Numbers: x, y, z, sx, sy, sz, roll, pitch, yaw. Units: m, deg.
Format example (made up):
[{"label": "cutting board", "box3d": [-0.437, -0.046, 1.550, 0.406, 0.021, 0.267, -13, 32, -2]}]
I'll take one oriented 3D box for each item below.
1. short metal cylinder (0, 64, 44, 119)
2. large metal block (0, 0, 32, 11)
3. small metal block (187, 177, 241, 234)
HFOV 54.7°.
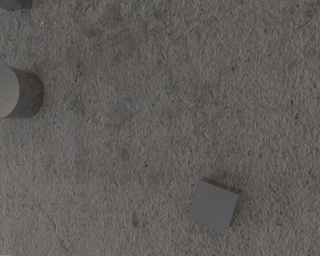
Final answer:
[{"label": "short metal cylinder", "box3d": [-0.229, -0.054, 0.476, 0.080, 0.050, 0.079, 0, 90, 20]}, {"label": "large metal block", "box3d": [-0.240, -0.232, 0.465, 0.050, 0.080, 0.079, 4, 91, 20]}, {"label": "small metal block", "box3d": [0.068, 0.095, 0.385, 0.050, 0.025, 0.050, 18, 96, 19]}]
